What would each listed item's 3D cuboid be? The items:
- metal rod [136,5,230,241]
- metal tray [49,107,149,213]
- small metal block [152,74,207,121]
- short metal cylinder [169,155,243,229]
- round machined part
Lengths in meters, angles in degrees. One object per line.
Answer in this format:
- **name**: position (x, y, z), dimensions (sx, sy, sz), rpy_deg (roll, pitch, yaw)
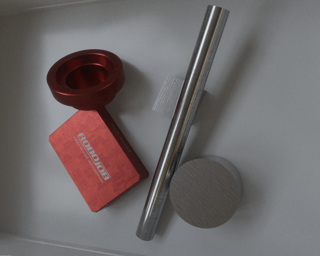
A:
- **metal rod**: position (0.022, 0.007, 0.377), dimensions (0.025, 0.025, 0.298), rpy_deg (22, 106, 18)
- **metal tray**: position (-0.088, 0.040, 0.438), dimensions (0.090, 0.030, 0.130), rpy_deg (-38, 78, 15)
- **small metal block**: position (0.025, -0.036, 0.401), dimensions (0.050, 0.025, 0.050), rpy_deg (27, 99, 17)
- **short metal cylinder**: position (0.057, 0.075, 0.377), dimensions (0.080, 0.050, 0.079), rpy_deg (0, 90, 19)
- **round machined part**: position (-0.096, -0.061, 0.416), dimensions (0.099, 0.042, 0.098), rpy_deg (-3, 47, 3)
